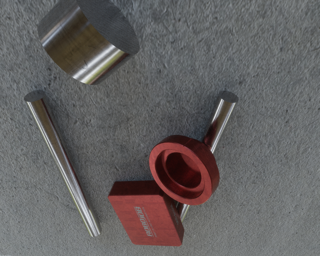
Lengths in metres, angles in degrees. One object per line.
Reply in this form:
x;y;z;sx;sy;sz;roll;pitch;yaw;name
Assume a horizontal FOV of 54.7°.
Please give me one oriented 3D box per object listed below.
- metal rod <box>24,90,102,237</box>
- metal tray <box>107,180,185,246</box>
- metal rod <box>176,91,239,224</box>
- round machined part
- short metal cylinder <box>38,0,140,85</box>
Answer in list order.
-0.135;0.074;0.468;0.025;0.025;0.298;-5;130;4;metal rod
-0.019;0.141;0.505;0.090;0.030;0.129;-5;126;19;metal tray
0.053;0.073;0.470;0.025;0.025;0.298;9;130;-8;metal rod
0.037;0.052;0.421;0.098;0.042;0.097;20;127;29;round machined part
-0.066;-0.088;0.295;0.050;0.080;0.080;-34;123;25;short metal cylinder
